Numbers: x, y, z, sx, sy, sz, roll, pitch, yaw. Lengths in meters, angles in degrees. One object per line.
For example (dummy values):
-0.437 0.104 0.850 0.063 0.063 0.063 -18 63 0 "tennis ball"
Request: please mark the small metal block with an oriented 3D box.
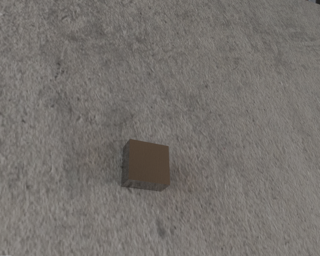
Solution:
-0.017 0.045 0.367 0.050 0.025 0.050 12 57 -22 "small metal block"
